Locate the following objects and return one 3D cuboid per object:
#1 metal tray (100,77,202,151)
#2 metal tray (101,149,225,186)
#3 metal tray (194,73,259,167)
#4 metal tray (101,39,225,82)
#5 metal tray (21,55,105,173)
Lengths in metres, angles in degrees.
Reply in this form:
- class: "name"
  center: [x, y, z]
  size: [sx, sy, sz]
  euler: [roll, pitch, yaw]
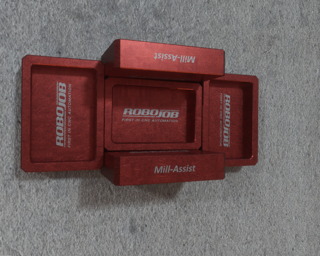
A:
- class: "metal tray"
  center: [-0.010, -0.016, 0.405]
  size: [0.131, 0.030, 0.089]
  euler: [1, 90, -21]
- class: "metal tray"
  center: [0.001, 0.044, 0.375]
  size: [0.131, 0.090, 0.030]
  euler: [0, 90, -20]
- class: "metal tray"
  center: [0.095, -0.011, 0.444]
  size: [0.091, 0.030, 0.129]
  euler: [1, 90, -21]
- class: "metal tray"
  center: [0.001, -0.076, 0.377]
  size: [0.131, 0.090, 0.030]
  euler: [0, 90, -20]
- class: "metal tray"
  center: [-0.114, -0.016, 0.366]
  size: [0.091, 0.030, 0.129]
  euler: [1, 90, -21]
